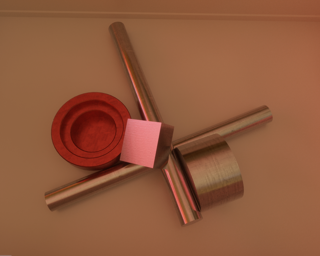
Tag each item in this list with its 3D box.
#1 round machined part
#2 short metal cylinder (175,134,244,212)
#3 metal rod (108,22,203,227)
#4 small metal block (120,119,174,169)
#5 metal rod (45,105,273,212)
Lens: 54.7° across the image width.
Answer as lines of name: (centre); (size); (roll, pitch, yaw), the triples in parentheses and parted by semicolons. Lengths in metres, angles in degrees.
round machined part: (-0.083, 0.007, 0.396); (0.099, 0.042, 0.098); (0, 70, -1)
short metal cylinder: (0.055, 0.052, 0.361); (0.050, 0.080, 0.080); (-19, 71, -7)
metal rod: (-0.015, -0.024, 0.398); (0.025, 0.025, 0.299); (-18, 64, -7)
small metal block: (-0.015, 0.018, 0.358); (0.050, 0.025, 0.050); (8, 85, 37)
metal rod: (0.005, 0.035, 0.395); (0.302, 0.025, 0.025); (-21, 72, -8)
